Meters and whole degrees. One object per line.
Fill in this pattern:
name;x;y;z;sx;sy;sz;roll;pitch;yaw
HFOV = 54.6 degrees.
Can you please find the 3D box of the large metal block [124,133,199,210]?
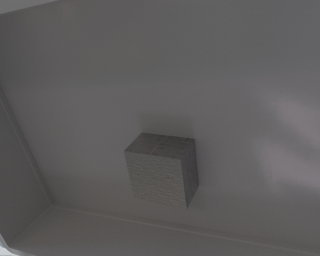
large metal block;0.004;0.057;0.426;0.080;0.050;0.080;6;121;25
